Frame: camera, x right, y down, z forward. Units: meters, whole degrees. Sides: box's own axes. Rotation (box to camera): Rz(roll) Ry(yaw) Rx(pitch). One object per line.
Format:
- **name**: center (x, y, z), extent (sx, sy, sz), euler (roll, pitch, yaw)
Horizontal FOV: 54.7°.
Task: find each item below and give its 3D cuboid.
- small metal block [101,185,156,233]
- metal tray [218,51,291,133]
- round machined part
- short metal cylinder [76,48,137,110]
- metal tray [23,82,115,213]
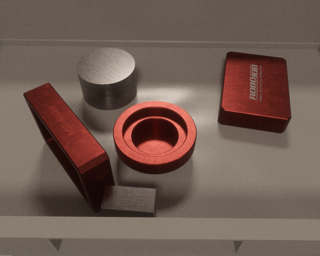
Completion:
- **small metal block**: center (-0.030, 0.084, 0.318), extent (0.050, 0.050, 0.025), euler (4, 50, 3)
- **metal tray**: center (0.136, -0.056, 0.451), extent (0.090, 0.030, 0.130), euler (9, 50, 7)
- **round machined part**: center (-0.006, 0.016, 0.381), extent (0.099, 0.042, 0.098), euler (0, 50, 0)
- **short metal cylinder**: center (-0.075, -0.072, 0.448), extent (0.081, 0.050, 0.080), euler (0, 50, 0)
- **metal tray**: center (-0.099, 0.021, 0.344), extent (0.030, 0.089, 0.130), euler (-31, 57, -23)
